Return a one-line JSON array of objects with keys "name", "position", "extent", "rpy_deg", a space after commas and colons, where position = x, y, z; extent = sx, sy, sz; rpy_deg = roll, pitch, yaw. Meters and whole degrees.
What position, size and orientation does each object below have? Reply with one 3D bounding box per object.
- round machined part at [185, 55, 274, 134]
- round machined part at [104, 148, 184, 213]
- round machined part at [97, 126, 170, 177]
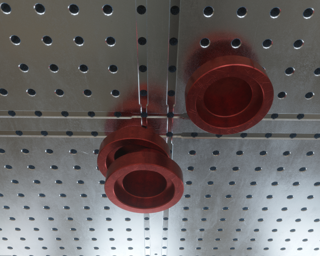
[{"name": "round machined part", "position": [0.078, -0.042, 0.365], "extent": [0.099, 0.042, 0.097], "rpy_deg": [0, 130, 0]}, {"name": "round machined part", "position": [-0.019, 0.064, 0.400], "extent": [0.099, 0.042, 0.097], "rpy_deg": [0, 130, 0]}, {"name": "round machined part", "position": [-0.035, 0.036, 0.431], "extent": [0.099, 0.042, 0.097], "rpy_deg": [0, 130, 0]}]
